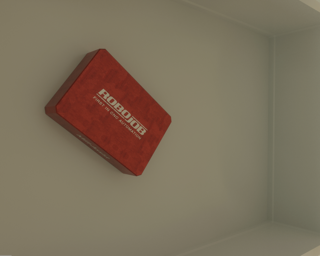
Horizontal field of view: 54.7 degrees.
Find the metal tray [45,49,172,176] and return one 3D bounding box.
[{"bbox_3d":[-0.053,-0.015,0.361,0.130,0.030,0.090,44,63,-31],"label":"metal tray"}]
